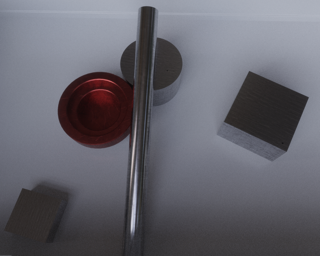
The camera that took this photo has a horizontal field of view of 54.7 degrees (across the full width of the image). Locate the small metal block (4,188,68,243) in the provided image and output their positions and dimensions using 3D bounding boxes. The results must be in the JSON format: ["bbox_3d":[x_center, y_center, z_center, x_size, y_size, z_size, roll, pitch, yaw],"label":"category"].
[{"bbox_3d":[-0.146,0.105,0.370,0.050,0.025,0.050,15,71,5],"label":"small metal block"}]

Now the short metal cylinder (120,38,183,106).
[{"bbox_3d":[-0.011,-0.076,0.424,0.081,0.050,0.080,0,70,-1],"label":"short metal cylinder"}]

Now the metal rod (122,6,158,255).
[{"bbox_3d":[-0.023,0.003,0.369,0.025,0.025,0.298,3,85,1],"label":"metal rod"}]

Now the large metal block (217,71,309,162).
[{"bbox_3d":[0.131,-0.015,0.403,0.080,0.050,0.080,27,72,9],"label":"large metal block"}]

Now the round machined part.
[{"bbox_3d":[-0.078,-0.020,0.405,0.099,0.042,0.098,-1,73,2],"label":"round machined part"}]
